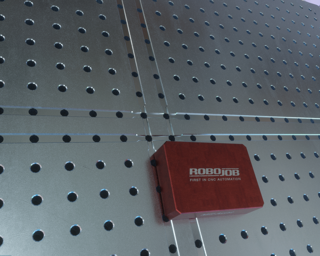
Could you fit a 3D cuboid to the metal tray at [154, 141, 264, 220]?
[{"bbox_3d":[0.063,0.065,0.399,0.131,0.030,0.090,3,60,-26],"label":"metal tray"}]
